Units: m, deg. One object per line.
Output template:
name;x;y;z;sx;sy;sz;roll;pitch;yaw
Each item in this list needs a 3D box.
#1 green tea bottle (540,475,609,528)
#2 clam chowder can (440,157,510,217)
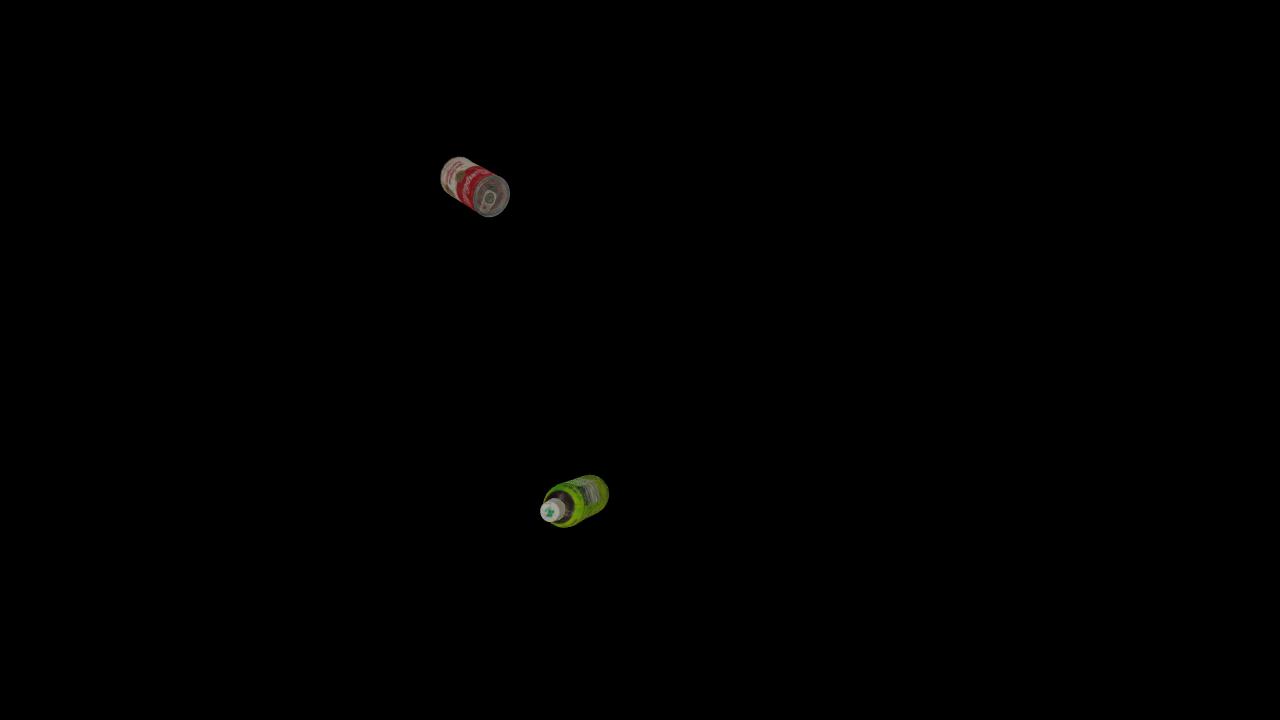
green tea bottle;-0.108;0.228;0.991;0.073;0.073;0.212;0;-7;12
clam chowder can;-0.267;-0.280;0.991;0.102;0.068;0.068;35;20;32
